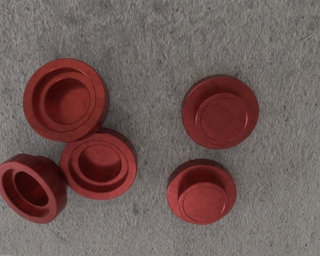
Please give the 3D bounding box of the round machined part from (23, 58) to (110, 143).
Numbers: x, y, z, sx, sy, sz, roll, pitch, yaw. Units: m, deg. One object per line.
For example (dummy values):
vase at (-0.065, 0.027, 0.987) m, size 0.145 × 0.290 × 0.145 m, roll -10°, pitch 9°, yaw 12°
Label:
round machined part at (-0.108, -0.031, 0.375) m, size 0.099 × 0.042 × 0.097 m, roll -1°, pitch 83°, yaw 6°

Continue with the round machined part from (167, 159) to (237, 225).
round machined part at (0.059, 0.096, 0.436) m, size 0.099 × 0.042 × 0.097 m, roll 0°, pitch 110°, yaw 0°

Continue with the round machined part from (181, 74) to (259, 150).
round machined part at (0.077, -0.016, 0.395) m, size 0.099 × 0.042 × 0.097 m, roll 0°, pitch 110°, yaw 0°

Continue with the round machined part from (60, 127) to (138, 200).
round machined part at (-0.079, 0.044, 0.416) m, size 0.099 × 0.042 × 0.097 m, roll 0°, pitch 110°, yaw 0°

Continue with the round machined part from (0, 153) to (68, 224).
round machined part at (-0.165, 0.076, 0.415) m, size 0.098 × 0.042 × 0.097 m, roll 10°, pitch 119°, yaw 19°
